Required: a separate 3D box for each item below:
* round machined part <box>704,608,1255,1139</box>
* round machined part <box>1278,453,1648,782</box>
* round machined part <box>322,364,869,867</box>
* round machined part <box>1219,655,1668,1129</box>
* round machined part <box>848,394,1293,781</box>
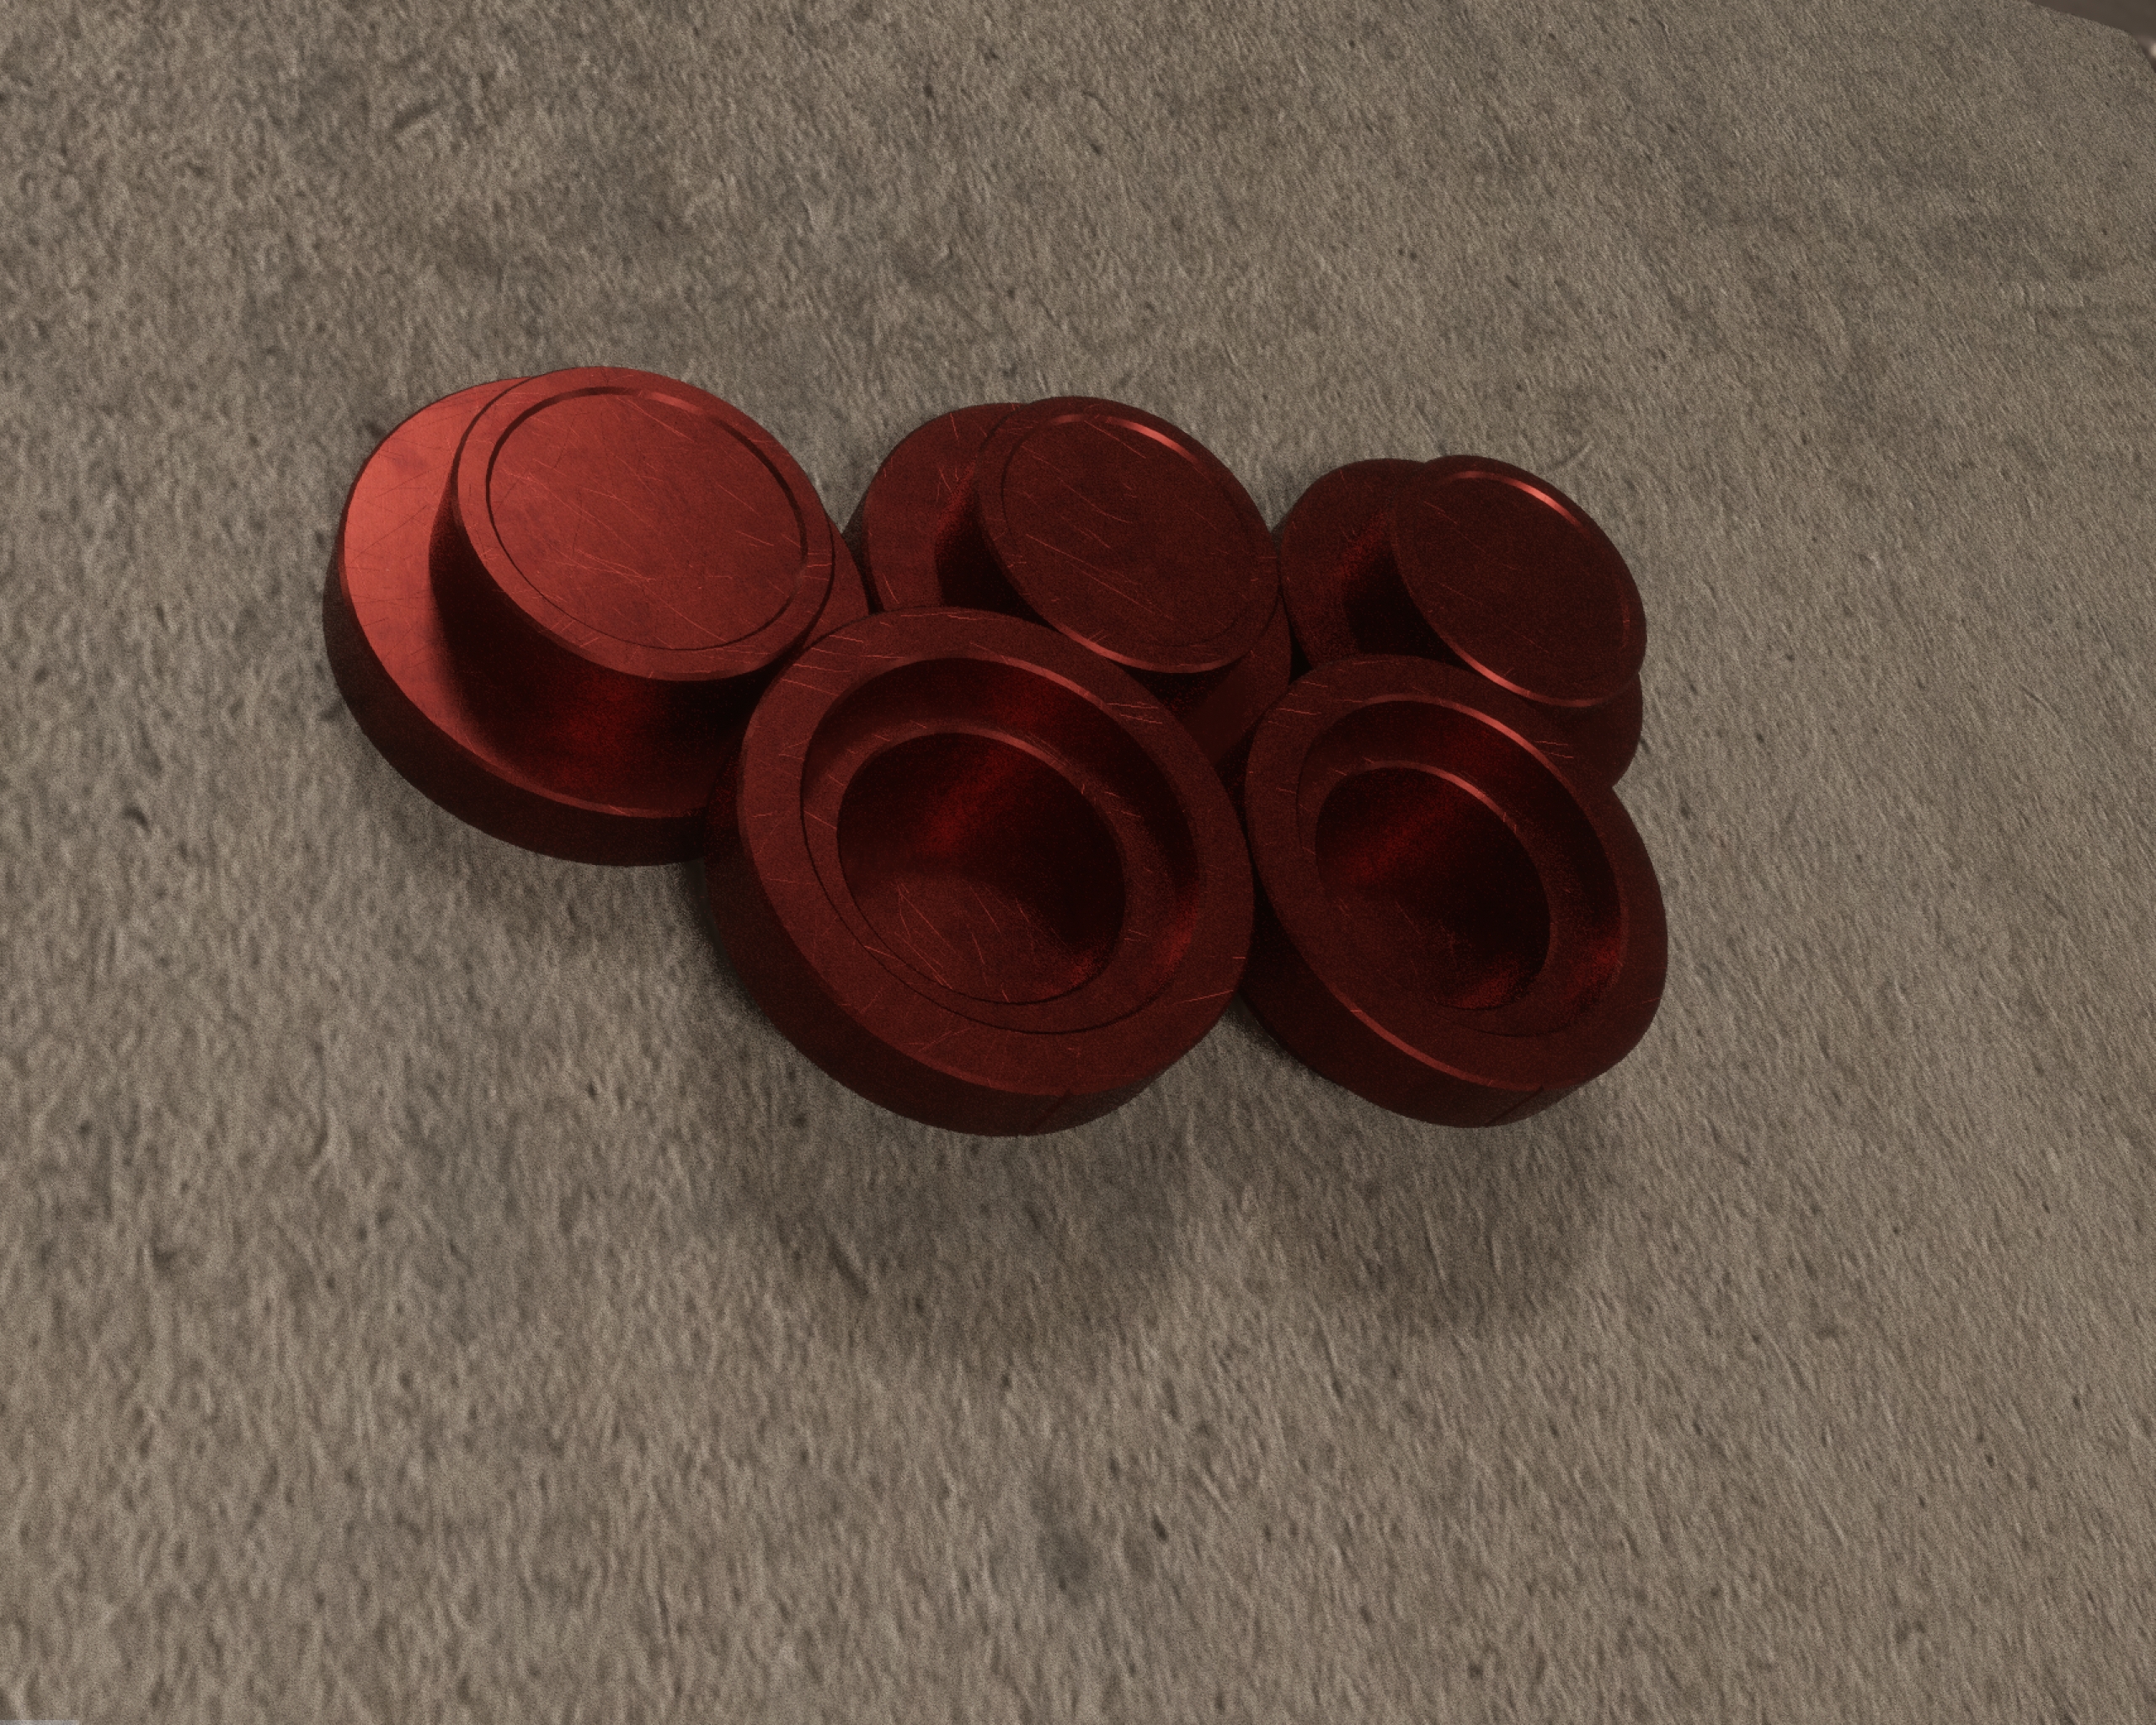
[{"bbox_3d":[-0.021,0.005,0.381,0.099,0.042,0.098,14,56,-21],"label":"round machined part"},{"bbox_3d":[0.090,-0.054,0.478,0.099,0.042,0.098,14,56,-21],"label":"round machined part"},{"bbox_3d":[-0.084,-0.052,0.382,0.099,0.042,0.098,14,56,-21],"label":"round machined part"},{"bbox_3d":[0.068,0.009,0.427,0.099,0.042,0.098,14,56,-21],"label":"round machined part"},{"bbox_3d":[0.002,-0.057,0.432,0.099,0.042,0.098,14,56,-21],"label":"round machined part"}]
